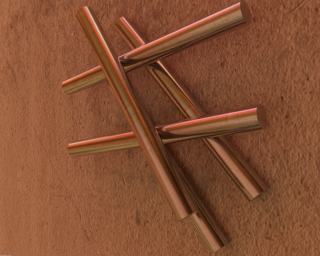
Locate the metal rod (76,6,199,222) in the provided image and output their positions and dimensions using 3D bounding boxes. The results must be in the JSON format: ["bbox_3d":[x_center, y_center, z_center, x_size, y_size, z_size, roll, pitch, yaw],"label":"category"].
[{"bbox_3d":[-0.037,-0.033,0.370,0.025,0.025,0.299,-42,65,32],"label":"metal rod"}]

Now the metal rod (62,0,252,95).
[{"bbox_3d":[-0.030,-0.089,0.397,0.300,0.025,0.025,-12,83,39],"label":"metal rod"}]

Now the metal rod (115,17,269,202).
[{"bbox_3d":[0.024,-0.040,0.384,0.025,0.025,0.299,-50,61,28],"label":"metal rod"}]

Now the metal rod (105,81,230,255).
[{"bbox_3d":[-0.007,0.022,0.410,0.025,0.025,0.299,-48,62,29],"label":"metal rod"}]

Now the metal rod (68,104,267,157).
[{"bbox_3d":[-0.018,0.011,0.387,0.300,0.025,0.025,-11,83,39],"label":"metal rod"}]
